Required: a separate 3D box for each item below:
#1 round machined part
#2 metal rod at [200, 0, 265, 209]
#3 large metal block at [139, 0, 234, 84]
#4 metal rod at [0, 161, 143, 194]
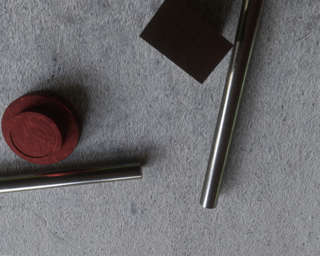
[{"bbox_3d":[-0.156,0.005,0.400,0.099,0.042,0.097,0,110,-1],"label":"round machined part"},{"bbox_3d":[0.091,-0.028,0.400,0.025,0.025,0.298,7,110,-3],"label":"metal rod"},{"bbox_3d":[0.026,-0.100,0.344,0.080,0.080,0.050,35,106,-13],"label":"large metal block"},{"bbox_3d":[-0.176,0.074,0.434,0.302,0.025,0.025,-6,110,2],"label":"metal rod"}]
